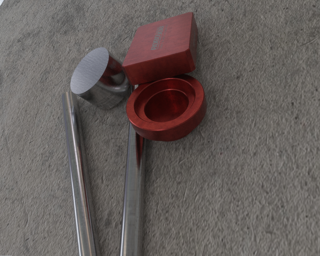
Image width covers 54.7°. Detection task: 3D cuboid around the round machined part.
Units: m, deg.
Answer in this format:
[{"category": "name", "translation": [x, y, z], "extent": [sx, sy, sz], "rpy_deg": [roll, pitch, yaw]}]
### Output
[{"category": "round machined part", "translation": [0.010, -0.022, 0.392], "extent": [0.098, 0.042, 0.098], "rpy_deg": [-10, 48, 11]}]

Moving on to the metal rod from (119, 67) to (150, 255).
[{"category": "metal rod", "translation": [-0.030, 0.029, 0.401], "extent": [0.025, 0.025, 0.299], "rpy_deg": [-13, 56, 21]}]

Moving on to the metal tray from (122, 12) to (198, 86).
[{"category": "metal tray", "translation": [0.005, -0.116, 0.438], "extent": [0.090, 0.030, 0.130], "rpy_deg": [-10, 38, 17]}]

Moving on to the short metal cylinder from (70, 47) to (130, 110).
[{"category": "short metal cylinder", "translation": [-0.089, -0.074, 0.470], "extent": [0.080, 0.050, 0.080], "rpy_deg": [-21, 52, 30]}]

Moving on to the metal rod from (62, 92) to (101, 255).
[{"category": "metal rod", "translation": [-0.111, 0.061, 0.424], "extent": [0.025, 0.025, 0.299], "rpy_deg": [-28, 52, 11]}]
